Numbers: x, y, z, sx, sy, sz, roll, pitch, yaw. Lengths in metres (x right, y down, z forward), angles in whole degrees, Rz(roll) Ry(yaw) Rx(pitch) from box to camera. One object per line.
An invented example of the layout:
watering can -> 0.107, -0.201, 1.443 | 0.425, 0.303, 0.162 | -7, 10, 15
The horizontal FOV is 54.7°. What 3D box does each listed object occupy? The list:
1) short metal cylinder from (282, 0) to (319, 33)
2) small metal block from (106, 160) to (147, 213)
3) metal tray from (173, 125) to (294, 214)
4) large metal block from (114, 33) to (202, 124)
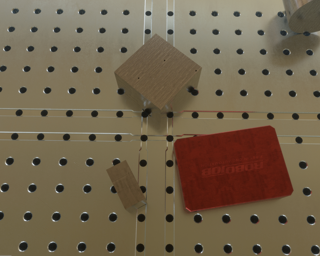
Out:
short metal cylinder -> 0.225, -0.183, 0.451 | 0.081, 0.080, 0.050 | -4, 70, -1
small metal block -> -0.039, 0.071, 0.372 | 0.025, 0.050, 0.050 | -27, 72, -9
metal tray -> 0.088, 0.051, 0.391 | 0.131, 0.030, 0.090 | -8, 70, -3
large metal block -> -0.002, -0.067, 0.423 | 0.080, 0.050, 0.080 | 40, 75, 13
